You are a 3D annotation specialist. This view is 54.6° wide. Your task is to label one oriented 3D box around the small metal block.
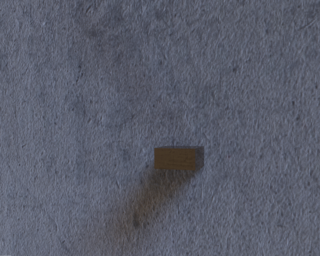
[{"bbox_3d":[0.025,0.036,0.387,0.050,0.050,0.025,0,90,20],"label":"small metal block"}]
